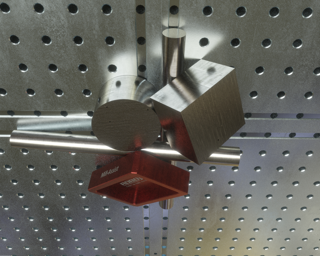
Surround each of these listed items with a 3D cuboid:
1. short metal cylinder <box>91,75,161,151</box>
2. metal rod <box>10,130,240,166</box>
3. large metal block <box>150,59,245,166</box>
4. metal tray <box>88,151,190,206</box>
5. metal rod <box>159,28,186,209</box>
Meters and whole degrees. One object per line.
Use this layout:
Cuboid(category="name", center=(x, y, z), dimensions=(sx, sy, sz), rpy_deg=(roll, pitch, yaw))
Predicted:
Cuboid(category="short metal cylinder", center=(-0.039, -0.017, 0.380), dimensions=(0.081, 0.050, 0.079), rpy_deg=(0, 130, 0))
Cuboid(category="metal rod", center=(-0.049, 0.026, 0.411), dimensions=(0.302, 0.025, 0.025), rpy_deg=(4, 130, 5))
Cuboid(category="large metal block", center=(0.046, -0.019, 0.353), dimensions=(0.080, 0.050, 0.080), rpy_deg=(-39, 131, -20))
Cuboid(category="metal tray", center=(-0.033, 0.077, 0.440), dimensions=(0.090, 0.030, 0.130), rpy_deg=(27, 146, -28))
Cuboid(category="metal rod", center=(0.013, 0.013, 0.423), dimensions=(0.025, 0.025, 0.298), rpy_deg=(0, 131, -1))
